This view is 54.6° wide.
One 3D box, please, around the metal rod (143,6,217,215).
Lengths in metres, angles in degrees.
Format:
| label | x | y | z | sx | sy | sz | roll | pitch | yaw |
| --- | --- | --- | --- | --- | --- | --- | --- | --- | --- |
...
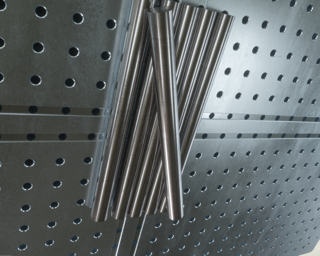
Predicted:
| label | x | y | z | sx | sy | sz | roll | pitch | yaw |
| --- | --- | --- | --- | --- | --- | --- | --- | --- | --- |
| metal rod | 0.018 | -0.006 | 0.418 | 0.025 | 0.025 | 0.298 | 1 | 118 | -29 |

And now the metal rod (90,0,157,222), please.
| label | x | y | z | sx | sy | sz | roll | pitch | yaw |
| --- | --- | --- | --- | --- | --- | --- | --- | --- | --- |
| metal rod | -0.051 | -0.007 | 0.378 | 0.025 | 0.025 | 0.298 | 1 | 118 | -29 |

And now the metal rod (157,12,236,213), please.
| label | x | y | z | sx | sy | sz | roll | pitch | yaw |
| --- | --- | --- | --- | --- | --- | --- | --- | --- | --- |
| metal rod | 0.041 | -0.005 | 0.430 | 0.025 | 0.025 | 0.298 | 1 | 118 | -29 |

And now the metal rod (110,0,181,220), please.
| label | x | y | z | sx | sy | sz | roll | pitch | yaw |
| --- | --- | --- | --- | --- | --- | --- | --- | --- | --- |
| metal rod | -0.025 | -0.005 | 0.392 | 0.025 | 0.025 | 0.298 | 1 | 118 | -29 |

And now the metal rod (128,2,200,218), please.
| label | x | y | z | sx | sy | sz | roll | pitch | yaw |
| --- | --- | --- | --- | --- | --- | --- | --- | --- | --- |
| metal rod | -0.004 | -0.005 | 0.404 | 0.025 | 0.025 | 0.298 | 1 | 118 | -29 |

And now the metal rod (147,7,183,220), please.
| label | x | y | z | sx | sy | sz | roll | pitch | yaw |
| --- | --- | --- | --- | --- | --- | --- | --- | --- | --- |
| metal rod | 0.012 | 0.007 | 0.388 | 0.025 | 0.025 | 0.298 | -18 | 126 | -18 |
